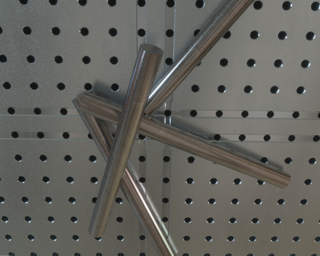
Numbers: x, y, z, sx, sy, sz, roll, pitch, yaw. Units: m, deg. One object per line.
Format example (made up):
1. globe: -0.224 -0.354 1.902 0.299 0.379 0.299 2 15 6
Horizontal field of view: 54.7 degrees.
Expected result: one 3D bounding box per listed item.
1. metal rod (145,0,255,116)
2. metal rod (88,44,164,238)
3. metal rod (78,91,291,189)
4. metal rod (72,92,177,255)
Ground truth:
1. metal rod: 0.078 -0.131 0.366 0.025 0.025 0.299 39 105 -13
2. metal rod: -0.052 0.038 0.390 0.025 0.025 0.298 16 123 -7
3. metal rod: 0.042 0.021 0.409 0.302 0.025 0.025 22 109 -13
4. metal rod: -0.042 0.087 0.445 0.025 0.025 0.299 -23 109 8
